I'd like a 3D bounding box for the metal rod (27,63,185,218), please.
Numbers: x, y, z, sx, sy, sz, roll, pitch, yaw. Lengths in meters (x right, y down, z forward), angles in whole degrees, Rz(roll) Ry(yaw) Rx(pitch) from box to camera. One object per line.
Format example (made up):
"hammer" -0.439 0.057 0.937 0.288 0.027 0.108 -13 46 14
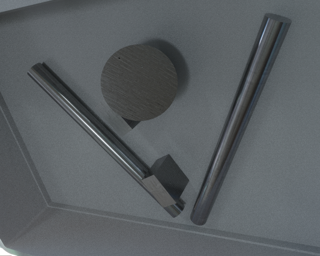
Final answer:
"metal rod" -0.077 0.021 0.459 0.300 0.025 0.025 45 129 -4

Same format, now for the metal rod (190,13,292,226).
"metal rod" 0.083 0.016 0.373 0.025 0.025 0.298 23 127 14

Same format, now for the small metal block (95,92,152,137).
"small metal block" -0.046 -0.025 0.398 0.050 0.050 0.025 49 133 -7

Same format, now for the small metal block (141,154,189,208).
"small metal block" 0.009 0.073 0.432 0.025 0.050 0.050 -30 102 37

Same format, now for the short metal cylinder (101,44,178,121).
"short metal cylinder" -0.023 -0.052 0.348 0.081 0.050 0.079 -1 102 -5
